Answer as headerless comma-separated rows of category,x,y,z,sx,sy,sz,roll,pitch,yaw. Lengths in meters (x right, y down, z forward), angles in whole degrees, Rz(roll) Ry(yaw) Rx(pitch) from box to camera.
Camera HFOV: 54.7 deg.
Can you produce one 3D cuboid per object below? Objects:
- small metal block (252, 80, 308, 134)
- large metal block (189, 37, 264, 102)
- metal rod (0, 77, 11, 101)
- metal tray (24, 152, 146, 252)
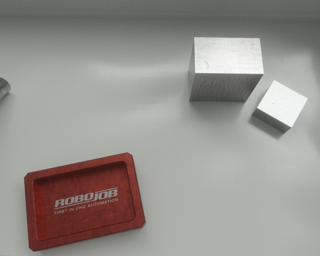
small metal block,0.163,-0.029,0.422,0.050,0.025,0.050,32,73,10
large metal block,0.082,-0.074,0.409,0.081,0.080,0.050,1,70,0
metal rod,-0.256,0.038,0.324,0.025,0.025,0.301,15,44,5
metal tray,-0.089,0.088,0.373,0.131,0.030,0.090,-11,71,-5
